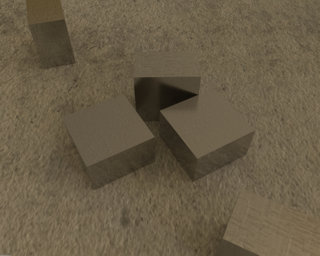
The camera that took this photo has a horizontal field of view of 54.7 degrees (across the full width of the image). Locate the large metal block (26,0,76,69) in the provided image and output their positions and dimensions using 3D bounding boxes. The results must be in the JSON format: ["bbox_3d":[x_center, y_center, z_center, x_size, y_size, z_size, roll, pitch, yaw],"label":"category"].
[{"bbox_3d":[-0.174,-0.154,0.495,0.050,0.080,0.080,-14,52,-12],"label":"large metal block"}]

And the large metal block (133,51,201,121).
[{"bbox_3d":[0.008,-0.054,0.413,0.081,0.080,0.050,-1,50,-1],"label":"large metal block"}]

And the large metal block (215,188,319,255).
[{"bbox_3d":[0.096,0.109,0.277,0.080,0.080,0.050,21,53,16],"label":"large metal block"}]

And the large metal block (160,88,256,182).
[{"bbox_3d":[0.054,0.007,0.382,0.081,0.050,0.080,-24,54,-19],"label":"large metal block"}]

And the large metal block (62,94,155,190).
[{"bbox_3d":[-0.061,0.015,0.374,0.081,0.050,0.080,-24,54,-19],"label":"large metal block"}]
